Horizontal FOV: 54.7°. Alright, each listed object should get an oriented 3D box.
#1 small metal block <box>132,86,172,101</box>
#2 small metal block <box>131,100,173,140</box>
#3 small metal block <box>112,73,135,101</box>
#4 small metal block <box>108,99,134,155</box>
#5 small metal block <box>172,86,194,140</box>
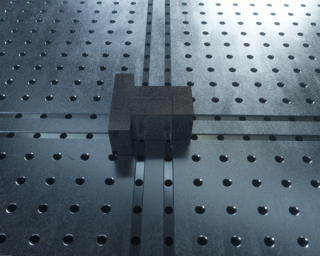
[{"bbox_3d":[-0.010,-0.029,0.415,0.050,0.050,0.025,0,50,-1],"label":"small metal block"},{"bbox_3d":[-0.010,-0.010,0.399,0.050,0.050,0.025,0,50,-1],"label":"small metal block"},{"bbox_3d":[-0.048,-0.039,0.423,0.025,0.050,0.050,0,50,0],"label":"small metal block"},{"bbox_3d":[-0.048,-0.001,0.390,0.025,0.050,0.050,0,50,0],"label":"small metal block"},{"bbox_3d":[0.028,-0.020,0.407,0.025,0.050,0.050,0,50,0],"label":"small metal block"}]
